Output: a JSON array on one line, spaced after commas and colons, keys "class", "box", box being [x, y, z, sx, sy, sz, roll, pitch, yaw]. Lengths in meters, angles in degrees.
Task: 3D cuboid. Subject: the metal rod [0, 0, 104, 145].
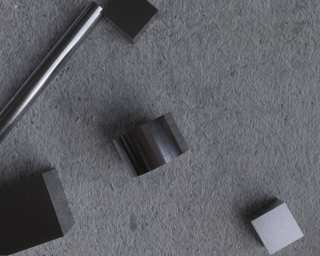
[{"class": "metal rod", "box": [-0.175, -0.043, 0.408, 0.025, 0.025, 0.300, 39, 90, 0]}]

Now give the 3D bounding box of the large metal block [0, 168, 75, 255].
[{"class": "large metal block", "box": [-0.166, 0.105, 0.396, 0.080, 0.050, 0.080, -19, 90, 0]}]

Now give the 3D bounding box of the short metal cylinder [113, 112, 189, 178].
[{"class": "short metal cylinder", "box": [-0.011, 0.020, 0.382, 0.080, 0.080, 0.050, -27, 90, 0]}]

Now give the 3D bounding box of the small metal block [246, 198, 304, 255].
[{"class": "small metal block", "box": [0.152, 0.130, 0.411, 0.050, 0.025, 0.050, -30, 90, 0]}]

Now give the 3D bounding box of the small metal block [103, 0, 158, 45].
[{"class": "small metal block", "box": [-0.038, -0.149, 0.410, 0.050, 0.025, 0.050, 41, 90, 0]}]
